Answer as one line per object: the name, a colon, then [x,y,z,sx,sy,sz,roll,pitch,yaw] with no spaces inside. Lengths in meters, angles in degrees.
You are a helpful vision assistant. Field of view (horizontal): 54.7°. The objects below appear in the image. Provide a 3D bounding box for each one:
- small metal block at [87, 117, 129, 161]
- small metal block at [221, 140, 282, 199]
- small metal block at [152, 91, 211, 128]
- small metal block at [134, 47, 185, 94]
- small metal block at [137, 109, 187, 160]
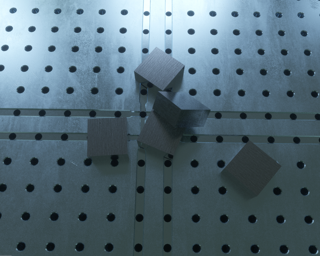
small metal block: [-0.067,0.015,0.406,0.050,0.025,0.050,-3,70,-2]
small metal block: [0.115,0.053,0.394,0.050,0.025,0.050,41,75,13]
small metal block: [0.027,-0.024,0.398,0.050,0.025,0.050,-2,32,-39]
small metal block: [-0.001,-0.079,0.441,0.050,0.025,0.050,36,74,12]
small metal block: [0.004,0.008,0.409,0.050,0.025,0.050,22,72,7]
